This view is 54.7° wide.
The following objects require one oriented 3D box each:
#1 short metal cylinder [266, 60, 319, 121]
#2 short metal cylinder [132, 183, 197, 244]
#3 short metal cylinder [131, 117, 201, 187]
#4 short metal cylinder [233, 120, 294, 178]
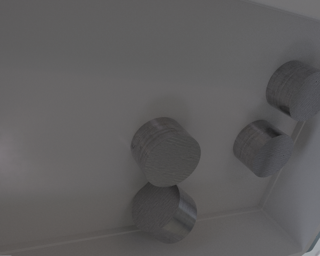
[{"bbox_3d":[0.211,-0.057,0.472,0.081,0.050,0.079,-14,124,-21],"label":"short metal cylinder"},{"bbox_3d":[0.006,0.120,0.451,0.080,0.080,0.050,-43,129,1],"label":"short metal cylinder"},{"bbox_3d":[0.007,0.032,0.416,0.081,0.050,0.079,-14,124,-21],"label":"short metal cylinder"},{"bbox_3d":[0.168,0.033,0.504,0.081,0.050,0.079,-14,124,-21],"label":"short metal cylinder"}]
